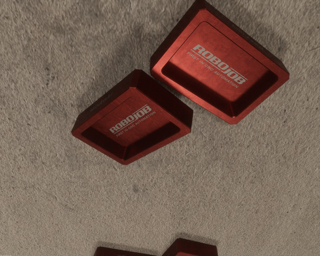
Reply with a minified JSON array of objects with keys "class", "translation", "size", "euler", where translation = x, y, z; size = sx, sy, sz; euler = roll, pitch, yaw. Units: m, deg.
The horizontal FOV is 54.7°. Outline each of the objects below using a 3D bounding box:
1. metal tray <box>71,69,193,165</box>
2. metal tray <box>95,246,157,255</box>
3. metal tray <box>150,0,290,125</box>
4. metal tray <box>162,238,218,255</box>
[{"class":"metal tray","translation":[-0.036,-0.006,0.378],"size":[0.090,0.030,0.130],"euler":[35,135,-27]},{"class":"metal tray","translation":[-0.079,0.296,0.655],"size":[0.131,0.030,0.089],"euler":[15,129,-13]},{"class":"metal tray","translation":[0.066,-0.067,0.347],"size":[0.131,0.030,0.090],"euler":[29,124,-23]},{"class":"metal tray","translation":[0.051,0.282,0.645],"size":[0.091,0.030,0.129],"euler":[18,128,-16]}]
